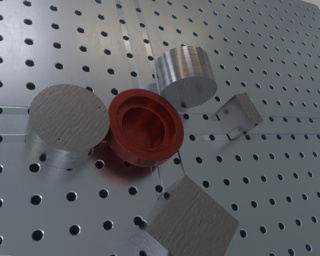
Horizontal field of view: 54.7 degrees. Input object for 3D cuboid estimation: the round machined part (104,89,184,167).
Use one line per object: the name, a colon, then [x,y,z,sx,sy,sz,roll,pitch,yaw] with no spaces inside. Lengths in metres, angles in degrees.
round machined part: [-0.023,0.003,0.382,0.099,0.042,0.098,14,55,-21]

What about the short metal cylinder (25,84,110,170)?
short metal cylinder: [-0.101,-0.001,0.338,0.081,0.050,0.080,13,56,-21]

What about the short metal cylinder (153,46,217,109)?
short metal cylinder: [0.034,-0.068,0.433,0.081,0.080,0.050,3,60,-27]

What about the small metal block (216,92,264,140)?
small metal block: [0.119,-0.018,0.467,0.025,0.050,0.050,-14,69,-34]

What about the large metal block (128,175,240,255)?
large metal block: [0.027,0.113,0.338,0.080,0.050,0.080,42,51,0]
